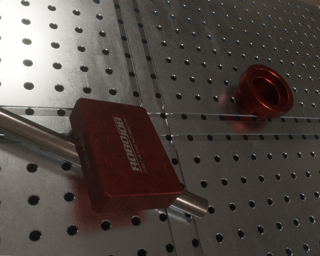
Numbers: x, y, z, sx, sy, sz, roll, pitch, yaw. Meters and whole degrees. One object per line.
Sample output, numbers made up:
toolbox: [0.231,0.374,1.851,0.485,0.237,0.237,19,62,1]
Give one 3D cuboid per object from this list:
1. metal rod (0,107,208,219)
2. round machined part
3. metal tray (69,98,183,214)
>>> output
metal rod: [-0.080,0.034,0.344,0.301,0.025,0.025,26,53,-12]
round machined part: [0.175,-0.057,0.529,0.099,0.042,0.098,14,56,-21]
metal tray: [-0.040,0.026,0.339,0.091,0.030,0.130,6,43,-36]
